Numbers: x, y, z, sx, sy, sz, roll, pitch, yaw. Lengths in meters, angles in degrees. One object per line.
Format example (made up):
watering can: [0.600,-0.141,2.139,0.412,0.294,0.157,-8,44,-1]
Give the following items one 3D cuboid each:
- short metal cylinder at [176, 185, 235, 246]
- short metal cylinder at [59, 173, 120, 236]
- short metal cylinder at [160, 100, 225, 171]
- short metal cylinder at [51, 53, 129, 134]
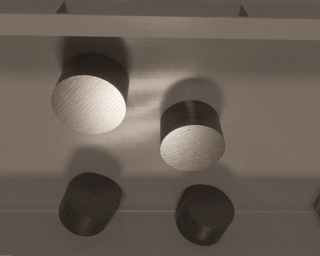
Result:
short metal cylinder: [0.071,0.137,0.491,0.081,0.080,0.050,10,129,-9]
short metal cylinder: [-0.107,0.115,0.469,0.081,0.080,0.050,19,128,-16]
short metal cylinder: [0.040,0.011,0.403,0.081,0.050,0.079,0,130,0]
short metal cylinder: [-0.078,-0.039,0.358,0.081,0.050,0.079,0,130,0]
